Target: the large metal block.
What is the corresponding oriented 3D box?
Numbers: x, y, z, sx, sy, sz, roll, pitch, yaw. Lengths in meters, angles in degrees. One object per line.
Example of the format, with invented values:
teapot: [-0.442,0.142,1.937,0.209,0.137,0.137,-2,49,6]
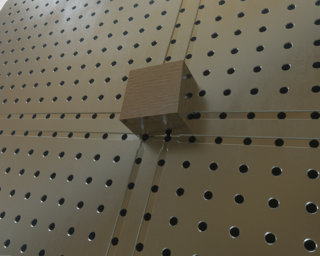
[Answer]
large metal block: [0.000,-0.037,0.416,0.080,0.050,0.080,-6,59,25]
